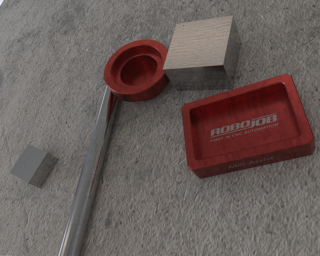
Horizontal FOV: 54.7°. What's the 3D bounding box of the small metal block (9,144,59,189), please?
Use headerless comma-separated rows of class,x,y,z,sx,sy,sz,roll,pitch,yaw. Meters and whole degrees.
small metal block,-0.190,0.057,0.468,0.050,0.025,0.050,16,70,34

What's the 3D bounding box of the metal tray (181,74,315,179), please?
metal tray,0.094,-0.001,0.352,0.130,0.030,0.090,-16,55,19

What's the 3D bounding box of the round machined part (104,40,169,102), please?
round machined part,-0.028,-0.078,0.450,0.098,0.042,0.098,-9,59,15

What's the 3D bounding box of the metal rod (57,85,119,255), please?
metal rod,-0.091,0.049,0.421,0.025,0.025,0.300,-4,59,26

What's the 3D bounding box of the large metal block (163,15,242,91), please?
large metal block,0.059,-0.098,0.417,0.080,0.050,0.080,1,62,28
